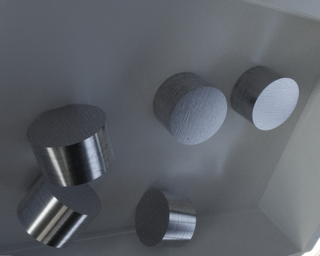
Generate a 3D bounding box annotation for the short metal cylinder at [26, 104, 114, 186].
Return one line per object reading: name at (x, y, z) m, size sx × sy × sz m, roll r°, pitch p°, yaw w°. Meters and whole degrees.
short metal cylinder at (-0.093, 0.016, 0.332) m, size 0.081 × 0.080 × 0.050 m, roll -19°, pitch 126°, yaw -18°

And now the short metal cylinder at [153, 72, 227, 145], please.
short metal cylinder at (0.038, -0.025, 0.397) m, size 0.081 × 0.050 × 0.079 m, roll -14°, pitch 124°, yaw -21°

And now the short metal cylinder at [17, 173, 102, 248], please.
short metal cylinder at (-0.117, 0.092, 0.366) m, size 0.080 × 0.080 × 0.050 m, roll 34°, pitch 100°, yaw -39°

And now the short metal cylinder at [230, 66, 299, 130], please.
short metal cylinder at (0.150, -0.044, 0.447) m, size 0.081 × 0.050 × 0.079 m, roll -14°, pitch 124°, yaw -21°

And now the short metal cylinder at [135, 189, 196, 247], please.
short metal cylinder at (0.007, 0.135, 0.460) m, size 0.050 × 0.080 × 0.080 m, roll 19°, pitch 108°, yaw -36°
